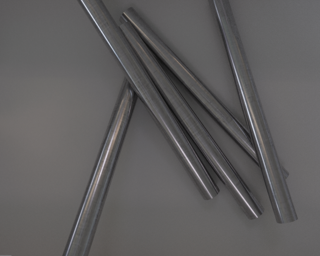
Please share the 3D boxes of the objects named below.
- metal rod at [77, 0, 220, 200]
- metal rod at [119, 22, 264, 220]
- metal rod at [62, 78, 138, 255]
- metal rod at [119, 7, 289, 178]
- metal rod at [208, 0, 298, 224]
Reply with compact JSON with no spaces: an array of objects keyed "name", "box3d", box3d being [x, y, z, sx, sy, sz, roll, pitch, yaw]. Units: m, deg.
[{"name":"metal rod","box3d":[-0.011,-0.036,0.387,0.025,0.025,0.299,-32,100,0]},{"name":"metal rod","box3d":[0.039,-0.007,0.403,0.025,0.025,0.299,-36,93,0]},{"name":"metal rod","box3d":[-0.068,0.060,0.349,0.025,0.025,0.300,15,65,0]},{"name":"metal rod","box3d":[0.058,-0.042,0.411,0.025,0.025,0.300,-43,90,0]},{"name":"metal rod","box3d":[0.115,-0.031,0.394,0.025,0.025,0.299,-15,83,0]}]
